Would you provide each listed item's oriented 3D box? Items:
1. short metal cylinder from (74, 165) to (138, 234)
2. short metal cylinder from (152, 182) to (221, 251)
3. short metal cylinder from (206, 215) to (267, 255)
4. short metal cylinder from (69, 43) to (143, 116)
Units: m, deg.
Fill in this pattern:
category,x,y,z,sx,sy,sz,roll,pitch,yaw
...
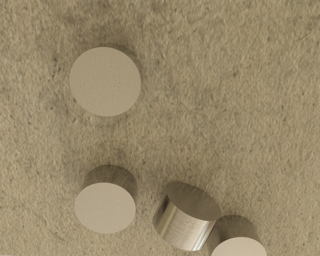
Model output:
category,x,y,z,sx,sy,sz,roll,pitch,yaw
short metal cylinder,-0.072,0.098,0.432,0.081,0.050,0.079,0,110,-1
short metal cylinder,0.036,0.119,0.425,0.080,0.080,0.050,21,109,-8
short metal cylinder,0.112,0.179,0.464,0.081,0.050,0.079,0,110,-1
short metal cylinder,-0.062,-0.060,0.374,0.081,0.050,0.079,0,110,-1
